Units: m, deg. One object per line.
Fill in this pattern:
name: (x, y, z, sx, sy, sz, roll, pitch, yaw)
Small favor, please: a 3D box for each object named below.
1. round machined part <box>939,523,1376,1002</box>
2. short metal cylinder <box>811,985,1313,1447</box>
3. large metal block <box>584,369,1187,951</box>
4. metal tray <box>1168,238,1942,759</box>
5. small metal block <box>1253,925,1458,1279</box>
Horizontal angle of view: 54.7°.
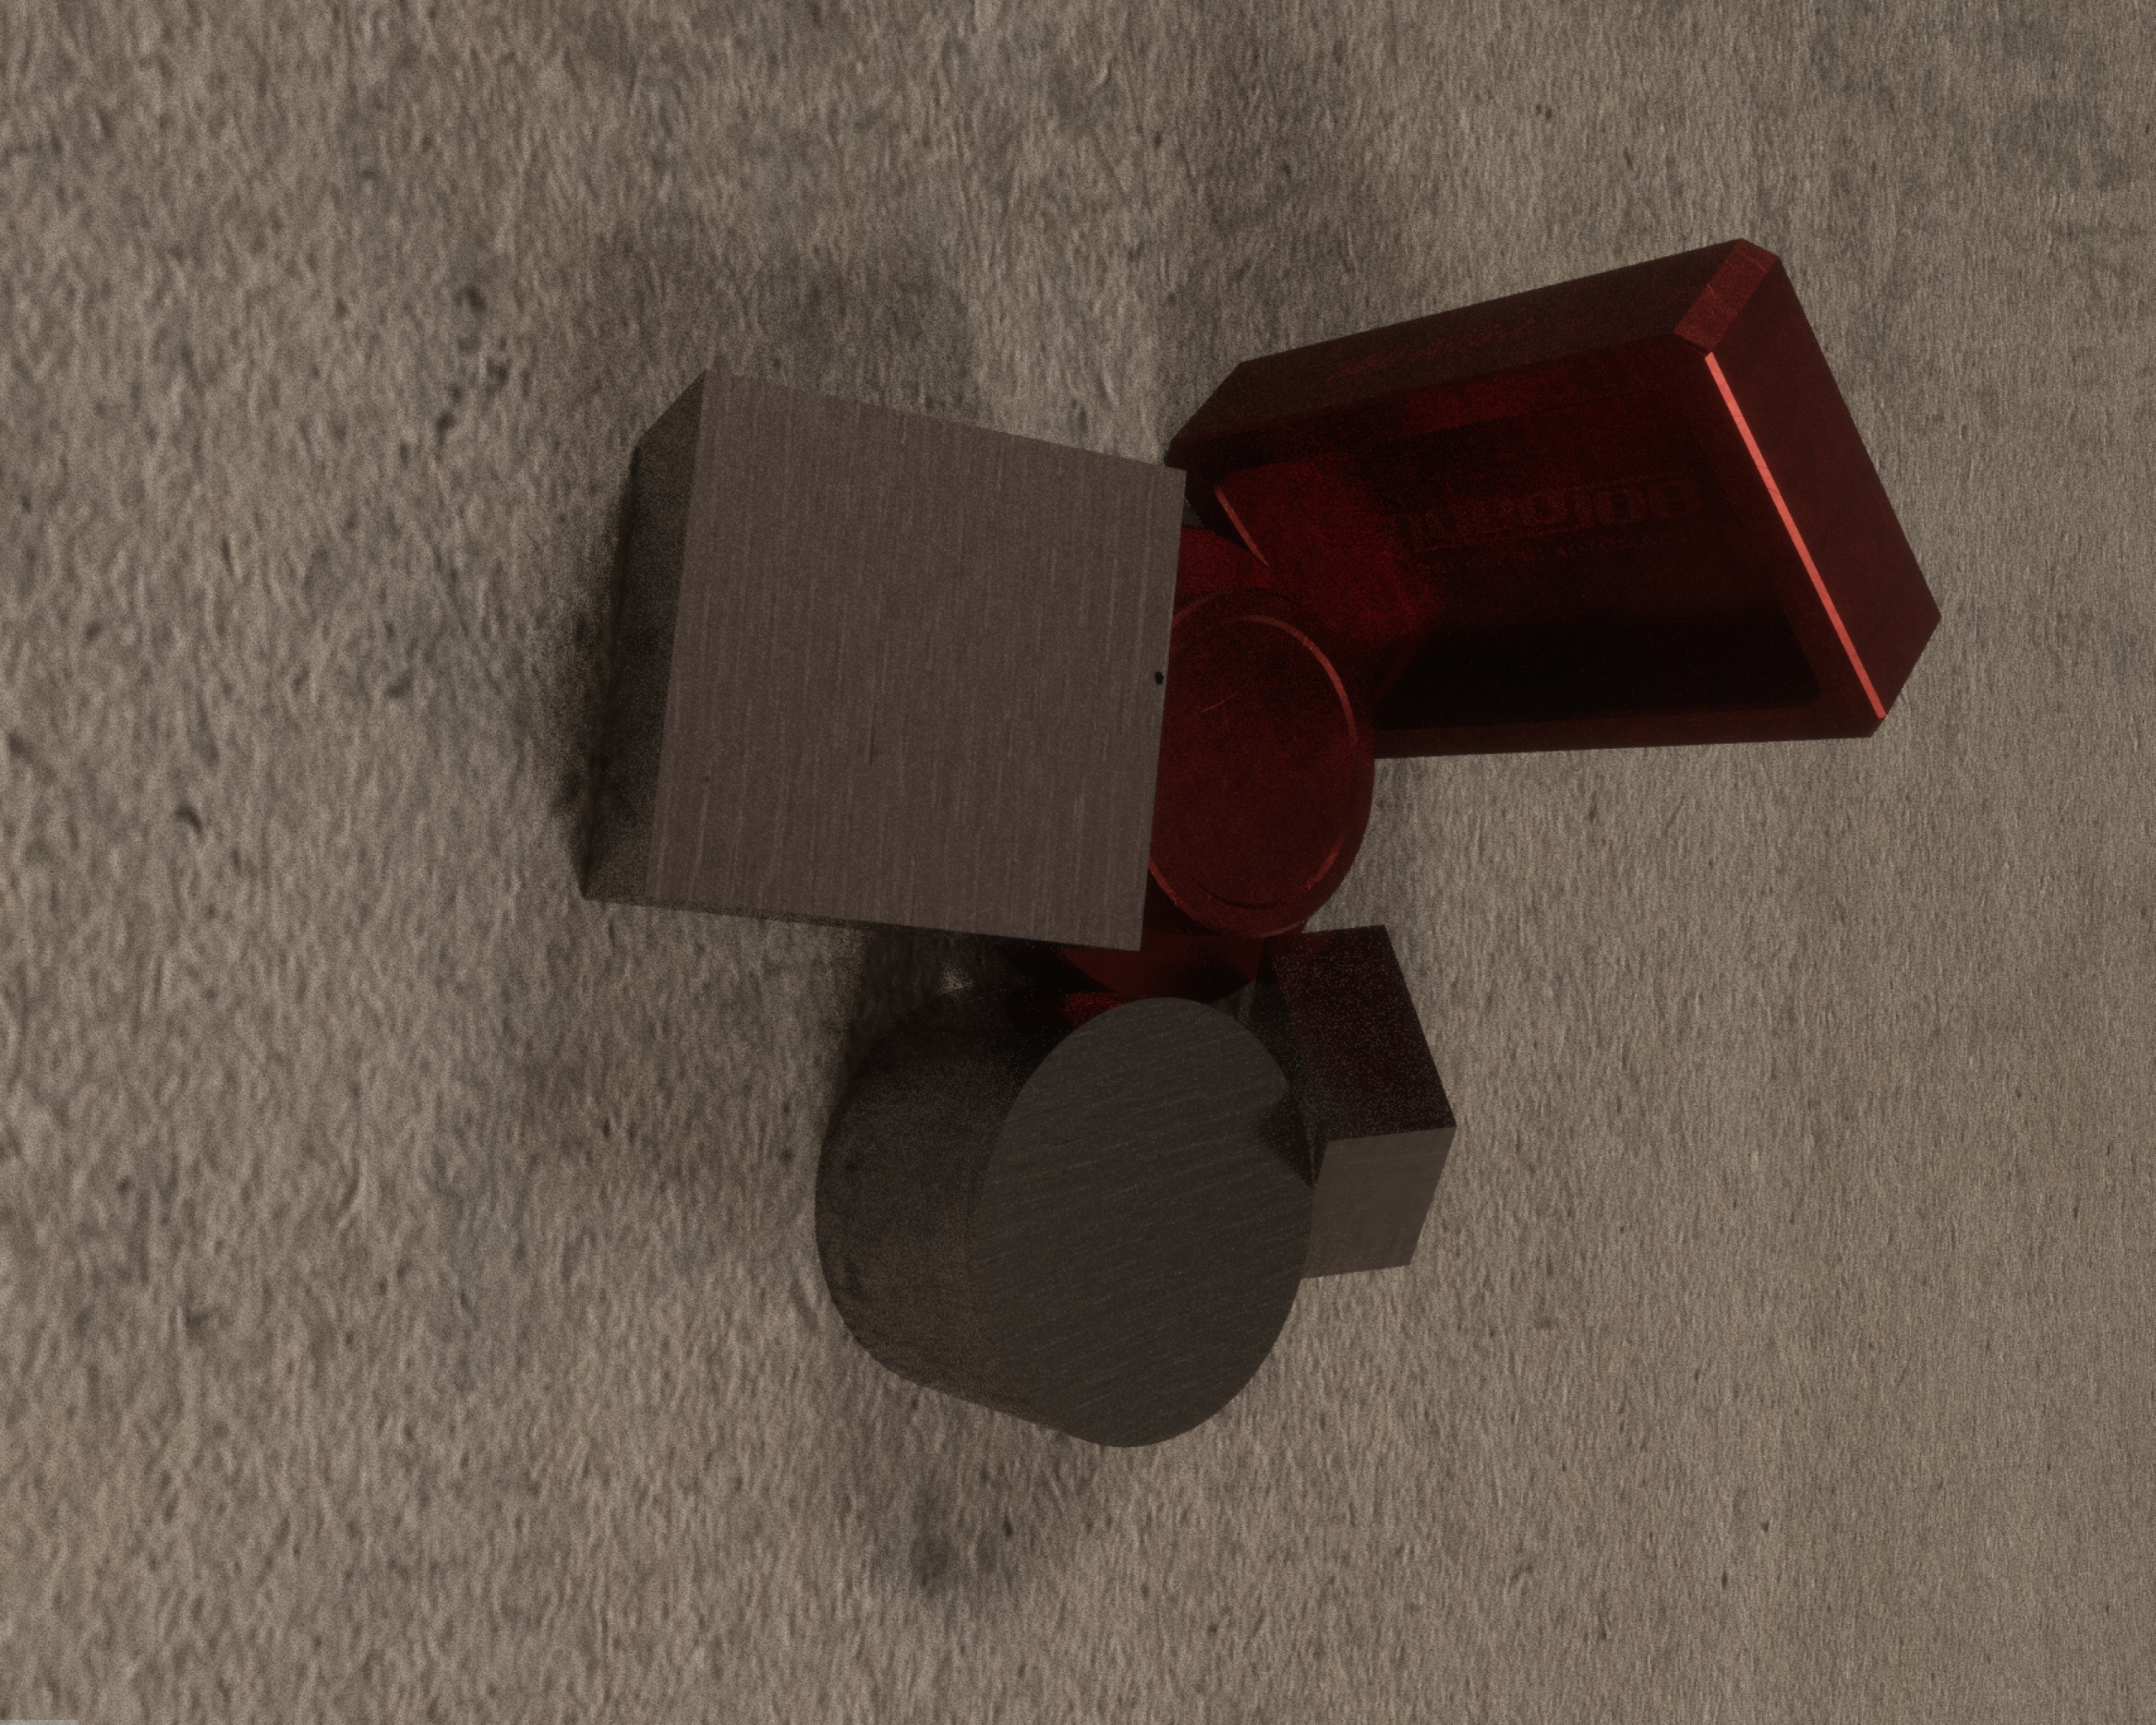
round machined part: (0.021, -0.019, 0.416, 0.099, 0.042, 0.097, 0, 90, -40)
short metal cylinder: (-0.002, 0.064, 0.391, 0.081, 0.050, 0.079, 0, 90, -40)
large metal block: (-0.033, -0.029, 0.348, 0.081, 0.050, 0.080, 7, 85, -23)
metal tray: (0.090, -0.065, 0.414, 0.030, 0.130, 0.090, -52, 121, -28)
small metal block: (0.053, 0.049, 0.422, 0.025, 0.050, 0.050, -5, 139, -10)
